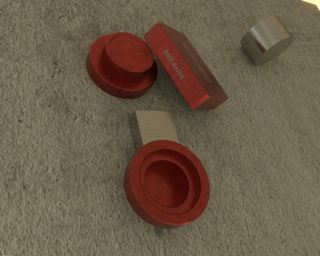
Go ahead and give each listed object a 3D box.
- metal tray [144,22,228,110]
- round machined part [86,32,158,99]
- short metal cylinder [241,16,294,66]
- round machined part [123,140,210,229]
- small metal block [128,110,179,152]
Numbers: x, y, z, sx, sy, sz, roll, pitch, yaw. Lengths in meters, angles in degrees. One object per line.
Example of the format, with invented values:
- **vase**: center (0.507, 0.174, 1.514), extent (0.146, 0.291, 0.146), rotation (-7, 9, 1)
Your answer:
- **metal tray**: center (0.041, -0.088, 0.454), extent (0.130, 0.030, 0.090), rotation (58, 26, 13)
- **round machined part**: center (-0.047, -0.092, 0.425), extent (0.099, 0.042, 0.098), rotation (14, 56, -21)
- **short metal cylinder**: center (0.199, -0.161, 0.577), extent (0.081, 0.080, 0.050), rotation (-19, 72, -36)
- **round machined part**: center (0.004, 0.066, 0.356), extent (0.099, 0.042, 0.098), rotation (14, 56, -21)
- **small metal block**: center (-0.008, 0.006, 0.397), extent (0.050, 0.025, 0.050), rotation (0, 60, -28)
